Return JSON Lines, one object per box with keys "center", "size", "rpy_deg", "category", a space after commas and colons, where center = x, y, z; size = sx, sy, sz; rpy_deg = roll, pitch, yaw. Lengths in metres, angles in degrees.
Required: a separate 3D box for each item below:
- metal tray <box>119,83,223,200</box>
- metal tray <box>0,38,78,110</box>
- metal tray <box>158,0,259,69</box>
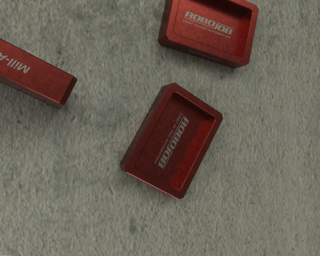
{"center": [0.017, 0.017, 0.413], "size": [0.090, 0.030, 0.130], "rpy_deg": [31, 80, -18], "category": "metal tray"}
{"center": [-0.155, -0.063, 0.317], "size": [0.131, 0.090, 0.030], "rpy_deg": [27, 81, -19], "category": "metal tray"}
{"center": [0.069, -0.144, 0.432], "size": [0.131, 0.030, 0.090], "rpy_deg": [13, 86, -20], "category": "metal tray"}
